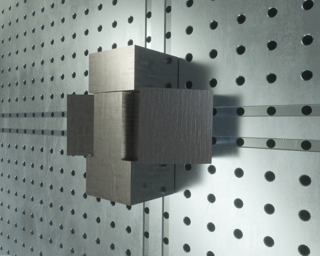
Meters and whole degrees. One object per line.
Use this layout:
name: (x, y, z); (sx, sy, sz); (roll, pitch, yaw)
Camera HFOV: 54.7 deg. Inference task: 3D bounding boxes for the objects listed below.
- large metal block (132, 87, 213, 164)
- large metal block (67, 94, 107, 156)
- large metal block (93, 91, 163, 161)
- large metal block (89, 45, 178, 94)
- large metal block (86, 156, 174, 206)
large metal block: (0.012, -0.002, 0.351); (0.050, 0.081, 0.079); (-177, 88, -77)
large metal block: (-0.095, -0.005, 0.441); (0.050, 0.080, 0.079); (0, 91, 0)
large metal block: (-0.037, -0.003, 0.401); (0.050, 0.081, 0.079); (1, 91, 40)
large metal block: (-0.034, -0.068, 0.398); (0.080, 0.081, 0.050); (2, 91, 39)
large metal block: (-0.038, 0.061, 0.401); (0.080, 0.081, 0.050); (2, 91, 39)
